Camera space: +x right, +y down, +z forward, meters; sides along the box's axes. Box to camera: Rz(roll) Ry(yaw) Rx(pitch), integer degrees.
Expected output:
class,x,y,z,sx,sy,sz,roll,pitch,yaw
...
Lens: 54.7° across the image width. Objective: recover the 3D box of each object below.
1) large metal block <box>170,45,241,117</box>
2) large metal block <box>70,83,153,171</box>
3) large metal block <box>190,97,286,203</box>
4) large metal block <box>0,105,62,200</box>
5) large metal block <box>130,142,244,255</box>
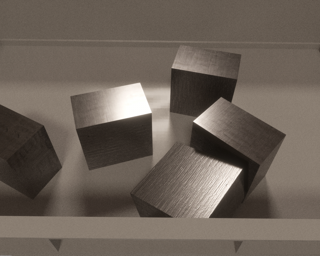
class,x,y,z,sx,sy,sz,roll,pitch,yaw
large metal block,0.059,-0.059,0.420,0.080,0.080,0.050,12,51,9
large metal block,-0.055,-0.001,0.369,0.081,0.080,0.050,-13,52,-11
large metal block,0.081,0.025,0.349,0.080,0.080,0.050,35,58,25
large metal block,-0.167,0.025,0.347,0.080,0.080,0.050,23,54,18
large metal block,0.031,0.070,0.319,0.080,0.050,0.080,21,51,34
